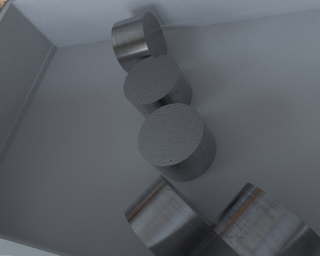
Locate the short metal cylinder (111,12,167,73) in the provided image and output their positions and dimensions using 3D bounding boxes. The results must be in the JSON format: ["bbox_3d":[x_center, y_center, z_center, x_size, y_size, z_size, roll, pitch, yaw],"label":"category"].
[{"bbox_3d":[-0.029,-0.126,0.463,0.050,0.080,0.080,-10,58,23],"label":"short metal cylinder"}]

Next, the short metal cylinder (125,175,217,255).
[{"bbox_3d":[0.011,0.093,0.308,0.050,0.080,0.080,-46,51,-3],"label":"short metal cylinder"}]

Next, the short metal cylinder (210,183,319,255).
[{"bbox_3d":[0.090,0.093,0.266,0.050,0.080,0.080,-48,51,-5],"label":"short metal cylinder"}]

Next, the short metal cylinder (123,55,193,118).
[{"bbox_3d":[-0.002,-0.053,0.423,0.080,0.050,0.080,-13,56,21],"label":"short metal cylinder"}]

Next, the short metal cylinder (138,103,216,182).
[{"bbox_3d":[0.021,0.018,0.368,0.080,0.050,0.080,-13,56,21],"label":"short metal cylinder"}]
